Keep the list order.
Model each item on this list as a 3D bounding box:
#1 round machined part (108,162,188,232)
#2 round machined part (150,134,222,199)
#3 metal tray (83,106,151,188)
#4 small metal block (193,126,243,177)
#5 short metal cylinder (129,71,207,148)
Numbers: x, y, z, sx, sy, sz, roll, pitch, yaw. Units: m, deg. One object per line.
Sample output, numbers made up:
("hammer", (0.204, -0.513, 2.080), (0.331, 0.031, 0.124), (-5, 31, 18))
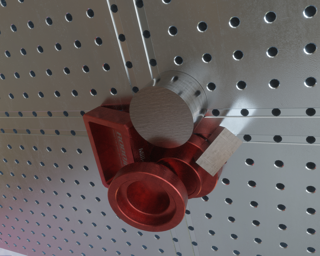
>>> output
("round machined part", (-0.013, 0.082, 0.395), (0.098, 0.042, 0.097), (7, 121, 12))
("round machined part", (0.029, 0.057, 0.417), (0.098, 0.042, 0.097), (13, 124, 20))
("metal tray", (-0.057, 0.039, 0.445), (0.090, 0.030, 0.129), (14, 125, 38))
("small metal block", (0.066, 0.025, 0.362), (0.025, 0.050, 0.050), (40, 94, 1))
("short metal cylinder", (0.011, -0.023, 0.374), (0.080, 0.050, 0.079), (13, 124, 20))
